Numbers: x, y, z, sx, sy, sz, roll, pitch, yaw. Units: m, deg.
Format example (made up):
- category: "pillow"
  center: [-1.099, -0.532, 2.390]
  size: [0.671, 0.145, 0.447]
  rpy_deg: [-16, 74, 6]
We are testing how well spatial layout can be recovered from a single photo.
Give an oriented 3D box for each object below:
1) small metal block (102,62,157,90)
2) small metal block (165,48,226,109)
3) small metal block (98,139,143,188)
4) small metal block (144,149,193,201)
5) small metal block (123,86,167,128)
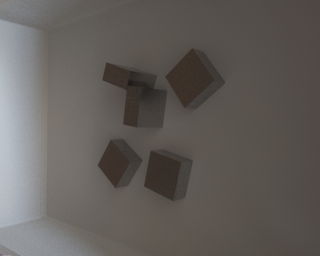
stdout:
- category: "small metal block"
  center: [-0.042, -0.069, 0.425]
  size: [0.050, 0.050, 0.025]
  rpy_deg: [25, 106, 37]
- category: "small metal block"
  center: [0.041, -0.058, 0.373]
  size: [0.050, 0.025, 0.050]
  rpy_deg: [-43, 64, 31]
- category: "small metal block"
  center: [-0.060, 0.052, 0.456]
  size: [0.050, 0.025, 0.050]
  rpy_deg: [44, 116, 31]
- category: "small metal block"
  center: [0.010, 0.059, 0.399]
  size: [0.050, 0.025, 0.050]
  rpy_deg: [18, 101, 38]
- category: "small metal block"
  center: [-0.019, -0.027, 0.406]
  size: [0.025, 0.050, 0.050]
  rpy_deg: [12, 98, 39]
